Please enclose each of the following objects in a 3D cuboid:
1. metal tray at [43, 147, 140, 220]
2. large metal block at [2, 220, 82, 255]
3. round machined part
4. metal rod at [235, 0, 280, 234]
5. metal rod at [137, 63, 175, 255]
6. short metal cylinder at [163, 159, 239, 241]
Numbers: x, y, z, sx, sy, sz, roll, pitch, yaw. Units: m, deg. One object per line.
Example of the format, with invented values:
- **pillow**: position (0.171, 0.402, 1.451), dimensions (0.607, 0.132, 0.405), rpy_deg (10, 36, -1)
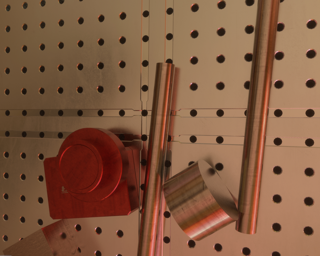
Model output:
- **metal tray**: position (-0.100, 0.080, 0.444), dimensions (0.130, 0.030, 0.089), rpy_deg (-9, 87, 19)
- **large metal block**: position (-0.170, 0.193, 0.457), dimensions (0.080, 0.050, 0.080), rpy_deg (-32, 80, 17)
- **round machined part**: position (-0.094, 0.048, 0.403), dimensions (0.098, 0.042, 0.097), rpy_deg (0, 90, 19)
- **metal rod**: position (0.117, -0.024, 0.370), dimensions (0.025, 0.025, 0.298), rpy_deg (6, 92, 19)
- **metal rod**: position (-0.007, 0.064, 0.414), dimensions (0.025, 0.025, 0.298), rpy_deg (7, 92, 19)
- **short metal cylinder**: position (0.048, 0.084, 0.366), dimensions (0.050, 0.080, 0.080), rpy_deg (-36, 79, 16)
